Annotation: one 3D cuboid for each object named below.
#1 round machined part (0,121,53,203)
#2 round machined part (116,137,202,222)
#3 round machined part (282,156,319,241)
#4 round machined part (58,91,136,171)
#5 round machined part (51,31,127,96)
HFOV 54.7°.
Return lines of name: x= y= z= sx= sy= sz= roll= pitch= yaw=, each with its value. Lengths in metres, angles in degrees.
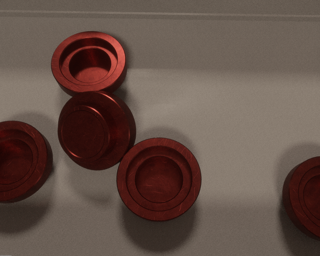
round machined part: x=-0.182 y=0.044 z=0.382 sx=0.099 sy=0.042 sz=0.098 roll=0 pitch=70 yaw=-1
round machined part: x=-0.001 y=0.064 z=0.377 sx=0.099 sy=0.042 sz=0.098 roll=0 pitch=70 yaw=-1
round machined part: x=0.196 y=0.086 z=0.372 sx=0.099 sy=0.042 sz=0.098 roll=0 pitch=70 yaw=-1
round machined part: x=-0.082 y=0.005 z=0.373 sx=0.098 sy=0.042 sz=0.097 roll=3 pitch=99 yaw=18
round machined part: x=-0.094 y=-0.081 z=0.428 sx=0.099 sy=0.042 sz=0.098 roll=0 pitch=68 yaw=-1
